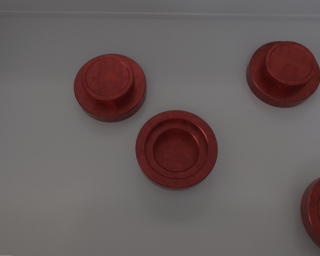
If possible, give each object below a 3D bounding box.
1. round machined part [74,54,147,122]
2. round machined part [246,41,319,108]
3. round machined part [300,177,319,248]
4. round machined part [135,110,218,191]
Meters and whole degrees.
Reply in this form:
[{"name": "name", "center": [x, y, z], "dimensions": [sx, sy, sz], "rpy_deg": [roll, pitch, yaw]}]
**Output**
[{"name": "round machined part", "center": [-0.068, -0.060, 0.422], "dimensions": [0.099, 0.042, 0.098], "rpy_deg": [0, 70, 0]}, {"name": "round machined part", "center": [0.175, -0.081, 0.431], "dimensions": [0.099, 0.042, 0.098], "rpy_deg": [0, 70, 0]}, {"name": "round machined part", "center": [0.214, 0.103, 0.364], "dimensions": [0.099, 0.042, 0.098], "rpy_deg": [0, 70, 0]}, {"name": "round machined part", "center": [0.020, 0.030, 0.390], "dimensions": [0.099, 0.042, 0.098], "rpy_deg": [0, 70, 0]}]
